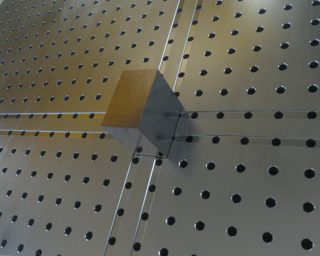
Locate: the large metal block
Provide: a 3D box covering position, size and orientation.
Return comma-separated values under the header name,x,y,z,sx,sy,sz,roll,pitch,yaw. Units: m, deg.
name,x,y,z,sx,sy,sz,roll,pitch,yaw
large metal block,-0.019,-0.017,0.391,0.050,0.080,0.080,4,64,29
